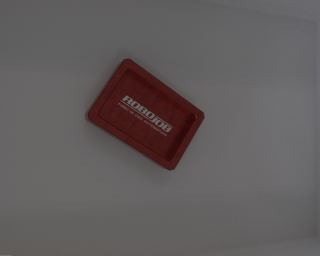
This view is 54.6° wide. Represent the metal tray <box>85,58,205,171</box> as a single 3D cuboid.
[{"bbox_3d":[-0.017,-0.015,0.401,0.130,0.030,0.090,34,79,-17],"label":"metal tray"}]
